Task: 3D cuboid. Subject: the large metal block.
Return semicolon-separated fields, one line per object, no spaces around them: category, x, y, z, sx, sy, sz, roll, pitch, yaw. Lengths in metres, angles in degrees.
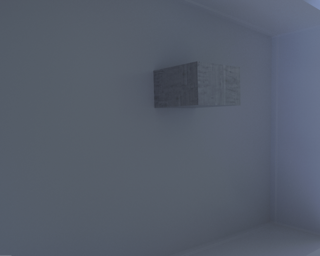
large metal block;0.048;-0.053;0.410;0.081;0.080;0.050;-3;92;-40
